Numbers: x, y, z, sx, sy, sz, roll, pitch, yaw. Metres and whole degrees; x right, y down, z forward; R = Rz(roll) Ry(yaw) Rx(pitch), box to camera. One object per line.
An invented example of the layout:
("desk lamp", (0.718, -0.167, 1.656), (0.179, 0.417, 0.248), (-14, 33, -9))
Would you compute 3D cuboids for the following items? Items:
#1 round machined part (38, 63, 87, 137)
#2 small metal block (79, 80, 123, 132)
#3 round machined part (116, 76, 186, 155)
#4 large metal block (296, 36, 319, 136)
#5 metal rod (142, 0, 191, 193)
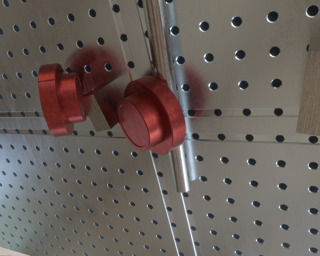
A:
("round machined part", (-0.127, -0.039, 0.419), (0.042, 0.098, 0.097), (-9, 119, -6))
("small metal block", (-0.073, -0.030, 0.415), (0.025, 0.050, 0.050), (-11, 113, 33))
("round machined part", (-0.017, -0.011, 0.378), (0.098, 0.042, 0.097), (37, 141, 37))
("large metal block", (0.174, -0.036, 0.281), (0.080, 0.050, 0.079), (9, 122, 23))
("metal rod", (0.010, -0.045, 0.378), (0.025, 0.025, 0.298), (4, 121, 26))
